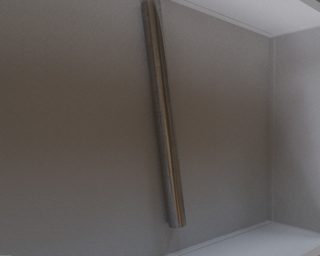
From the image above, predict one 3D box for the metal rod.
[{"bbox_3d":[0.006,-0.014,0.413,0.025,0.025,0.298,-12,98,-40],"label":"metal rod"}]
